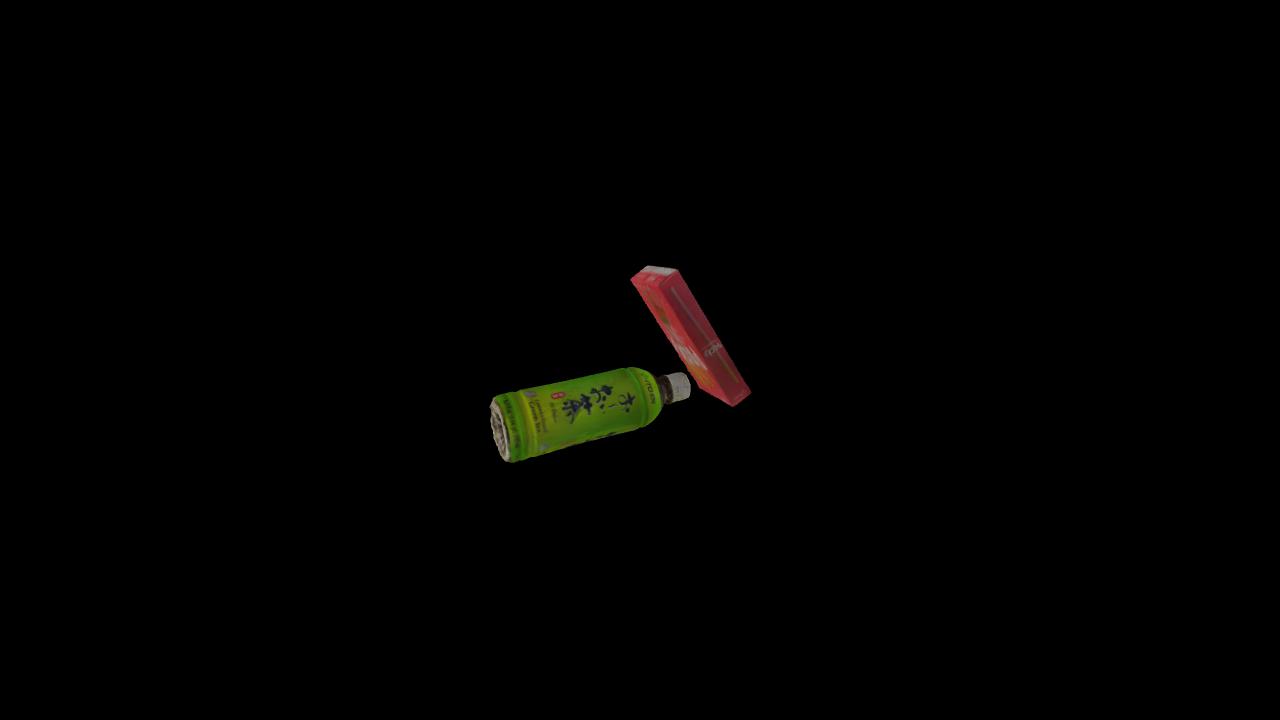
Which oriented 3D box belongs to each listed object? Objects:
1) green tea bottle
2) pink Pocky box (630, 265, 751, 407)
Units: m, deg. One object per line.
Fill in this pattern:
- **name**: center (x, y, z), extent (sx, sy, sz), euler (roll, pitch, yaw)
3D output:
- **green tea bottle**: center (-0.045, 0.048, 0.642), extent (0.212, 0.073, 0.073), euler (-14, 6, -23)
- **pink Pocky box**: center (0.052, -0.026, 0.637), extent (0.029, 0.155, 0.084), euler (-37, 21, -9)
